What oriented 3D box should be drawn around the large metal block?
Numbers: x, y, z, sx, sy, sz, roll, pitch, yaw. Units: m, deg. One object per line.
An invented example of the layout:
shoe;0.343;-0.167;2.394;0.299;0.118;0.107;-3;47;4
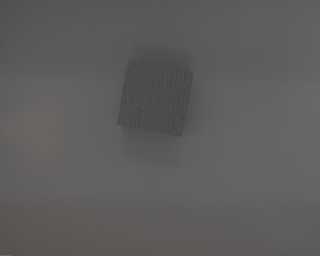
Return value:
large metal block;-0.006;-0.036;0.399;0.080;0.050;0.080;11;90;0
